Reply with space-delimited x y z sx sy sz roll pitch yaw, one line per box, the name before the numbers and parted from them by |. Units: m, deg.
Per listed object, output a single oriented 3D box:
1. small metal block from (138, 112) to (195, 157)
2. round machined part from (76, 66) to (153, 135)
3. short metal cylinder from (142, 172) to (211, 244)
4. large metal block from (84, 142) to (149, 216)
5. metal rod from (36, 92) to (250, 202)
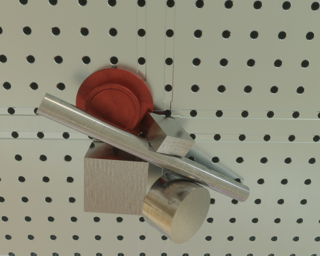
small metal block | 0.008 0.008 0.393 0.050 0.050 0.025 14 117 -42
round machined part | -0.058 -0.027 0.394 0.099 0.042 0.097 0 110 -1
short metal cylinder | 0.023 0.106 0.417 0.081 0.050 0.079 -23 124 -40
large metal block | -0.058 0.068 0.422 0.081 0.050 0.079 4 110 -2
metal rod | -0.003 0.034 0.391 0.302 0.025 0.025 26 108 -23
